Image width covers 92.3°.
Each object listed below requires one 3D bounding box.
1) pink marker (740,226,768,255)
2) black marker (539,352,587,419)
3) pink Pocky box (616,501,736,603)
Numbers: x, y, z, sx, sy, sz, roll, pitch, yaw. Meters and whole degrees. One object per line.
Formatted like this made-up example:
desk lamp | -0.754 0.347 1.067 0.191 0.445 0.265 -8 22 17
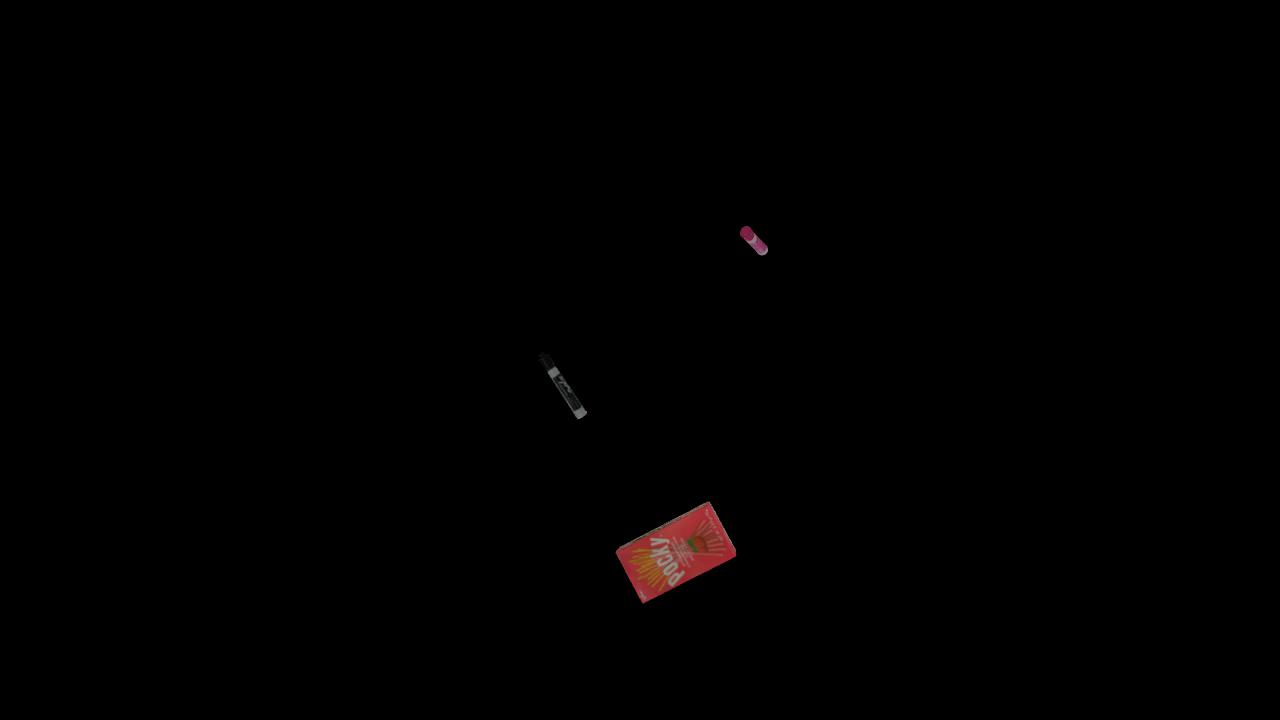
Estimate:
pink marker | 0.180 -0.188 0.972 0.020 0.020 0.121 0 -4 24
black marker | -0.125 0.041 0.985 0.020 0.121 0.020 -31 9 6
pink Pocky box | 0.051 0.276 0.882 0.155 0.084 0.029 -29 -3 7
